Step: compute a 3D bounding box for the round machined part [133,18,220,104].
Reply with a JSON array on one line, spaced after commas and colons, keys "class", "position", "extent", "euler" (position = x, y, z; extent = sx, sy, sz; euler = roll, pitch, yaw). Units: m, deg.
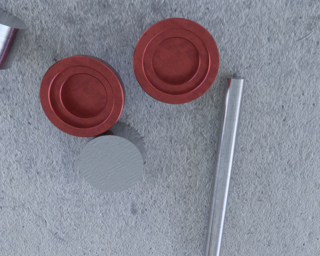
[{"class": "round machined part", "position": [0.018, -0.081, 0.371], "extent": [0.099, 0.042, 0.097], "euler": [0, 110, -1]}]

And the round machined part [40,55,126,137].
[{"class": "round machined part", "position": [-0.092, -0.041, 0.383], "extent": [0.099, 0.042, 0.097], "euler": [0, 108, 1]}]

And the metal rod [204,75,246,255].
[{"class": "metal rod", "position": [0.087, 0.076, 0.439], "extent": [0.025, 0.025, 0.298], "euler": [2, 110, -1]}]

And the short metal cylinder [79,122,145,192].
[{"class": "short metal cylinder", "position": [-0.061, 0.037, 0.409], "extent": [0.081, 0.050, 0.079], "euler": [0, 110, -1]}]

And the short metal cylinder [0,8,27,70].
[{"class": "short metal cylinder", "position": [-0.196, -0.106, 0.339], "extent": [0.080, 0.080, 0.050], "euler": [28, 108, -10]}]
